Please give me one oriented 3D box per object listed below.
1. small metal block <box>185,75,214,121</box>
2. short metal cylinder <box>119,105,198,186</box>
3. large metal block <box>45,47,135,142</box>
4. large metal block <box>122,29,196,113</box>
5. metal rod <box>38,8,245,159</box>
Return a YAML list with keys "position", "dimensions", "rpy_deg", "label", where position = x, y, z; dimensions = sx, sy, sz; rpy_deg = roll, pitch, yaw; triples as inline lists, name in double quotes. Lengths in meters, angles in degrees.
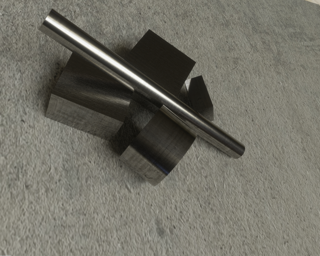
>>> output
- position: [0.056, -0.038, 0.440]
  dimensions: [0.025, 0.050, 0.050]
  rpy_deg: [-17, 67, 4]
  label: "small metal block"
- position: [-0.002, 0.020, 0.356]
  dimensions: [0.050, 0.080, 0.080]
  rpy_deg: [40, 51, -2]
  label: "short metal cylinder"
- position: [-0.079, -0.041, 0.371]
  dimensions: [0.080, 0.050, 0.080]
  rpy_deg: [23, 53, -15]
  label: "large metal block"
- position: [-0.008, -0.076, 0.428]
  dimensions: [0.080, 0.050, 0.080]
  rpy_deg: [34, 51, -6]
  label: "large metal block"
- position: [0.000, -0.037, 0.375]
  dimensions: [0.301, 0.025, 0.025]
  rpy_deg: [32, 50, -28]
  label: "metal rod"
